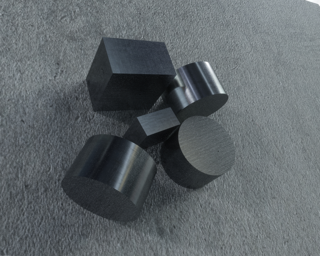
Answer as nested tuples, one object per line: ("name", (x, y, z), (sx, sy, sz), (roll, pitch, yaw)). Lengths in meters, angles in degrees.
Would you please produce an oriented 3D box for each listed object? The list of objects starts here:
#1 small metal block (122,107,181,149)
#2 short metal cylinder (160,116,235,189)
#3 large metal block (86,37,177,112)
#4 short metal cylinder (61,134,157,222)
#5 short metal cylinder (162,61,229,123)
("small metal block", (-0.011, 0.003, 0.380), (0.050, 0.050, 0.025), (-19, 72, -35))
("short metal cylinder", (0.047, 0.031, 0.394), (0.081, 0.050, 0.080), (14, 56, -21))
("large metal block", (-0.039, -0.064, 0.386), (0.081, 0.080, 0.050), (-4, 64, -30))
("short metal cylinder", (-0.049, 0.051, 0.311), (0.080, 0.080, 0.050), (31, 52, -9))
("short metal cylinder", (0.045, -0.045, 0.420), (0.081, 0.080, 0.050), (-11, 68, -33))
